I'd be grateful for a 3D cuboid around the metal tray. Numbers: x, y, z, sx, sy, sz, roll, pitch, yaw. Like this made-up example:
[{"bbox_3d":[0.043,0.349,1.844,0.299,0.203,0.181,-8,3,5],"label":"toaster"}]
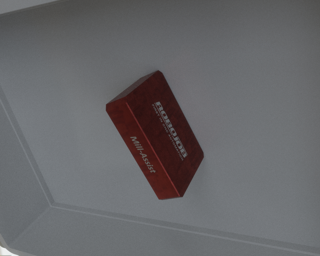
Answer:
[{"bbox_3d":[0.000,0.007,0.368,0.030,0.090,0.130,-17,110,34],"label":"metal tray"}]
